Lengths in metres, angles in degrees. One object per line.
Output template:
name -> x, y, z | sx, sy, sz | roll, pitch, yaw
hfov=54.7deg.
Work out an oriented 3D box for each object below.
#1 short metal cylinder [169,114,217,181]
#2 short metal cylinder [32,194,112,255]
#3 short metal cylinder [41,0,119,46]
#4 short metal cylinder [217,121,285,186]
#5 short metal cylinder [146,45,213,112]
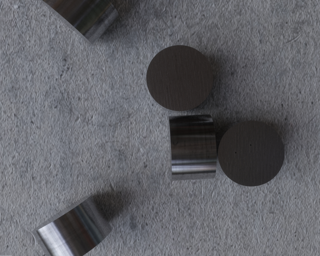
short metal cylinder -> 0.037, 0.024, 0.383 | 0.050, 0.080, 0.080 | -3, 90, 0
short metal cylinder -> -0.107, 0.125, 0.382 | 0.080, 0.080, 0.050 | -31, 90, 0
short metal cylinder -> -0.098, -0.148, 0.381 | 0.080, 0.080, 0.050 | 40, 90, 0
short metal cylinder -> 0.110, 0.031, 0.398 | 0.081, 0.050, 0.080 | 0, 90, 0
short metal cylinder -> 0.024, -0.060, 0.397 | 0.081, 0.050, 0.080 | 0, 90, 0
